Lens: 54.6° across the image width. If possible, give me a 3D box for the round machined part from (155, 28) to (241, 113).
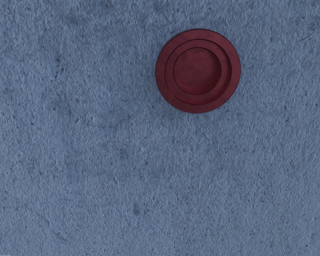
[{"bbox_3d":[0.044,-0.070,0.375,0.099,0.042,0.097,0,110,0],"label":"round machined part"}]
